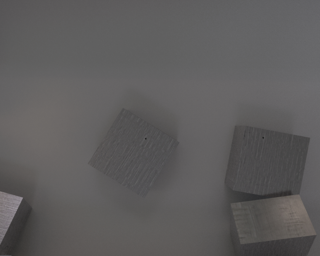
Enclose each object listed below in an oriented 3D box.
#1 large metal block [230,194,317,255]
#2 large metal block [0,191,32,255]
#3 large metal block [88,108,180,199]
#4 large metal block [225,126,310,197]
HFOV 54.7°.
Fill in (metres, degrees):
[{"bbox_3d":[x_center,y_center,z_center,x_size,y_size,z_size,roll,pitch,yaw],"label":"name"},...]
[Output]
[{"bbox_3d":[0.131,0.129,0.376,0.080,0.080,0.050,-9,45,4],"label":"large metal block"},{"bbox_3d":[-0.219,0.120,0.380,0.080,0.050,0.080,16,60,0],"label":"large metal block"},{"bbox_3d":[-0.032,0.030,0.399,0.080,0.050,0.080,32,90,0],"label":"large metal block"},{"bbox_3d":[0.135,0.043,0.400,0.080,0.050,0.080,11,90,0],"label":"large metal block"}]
